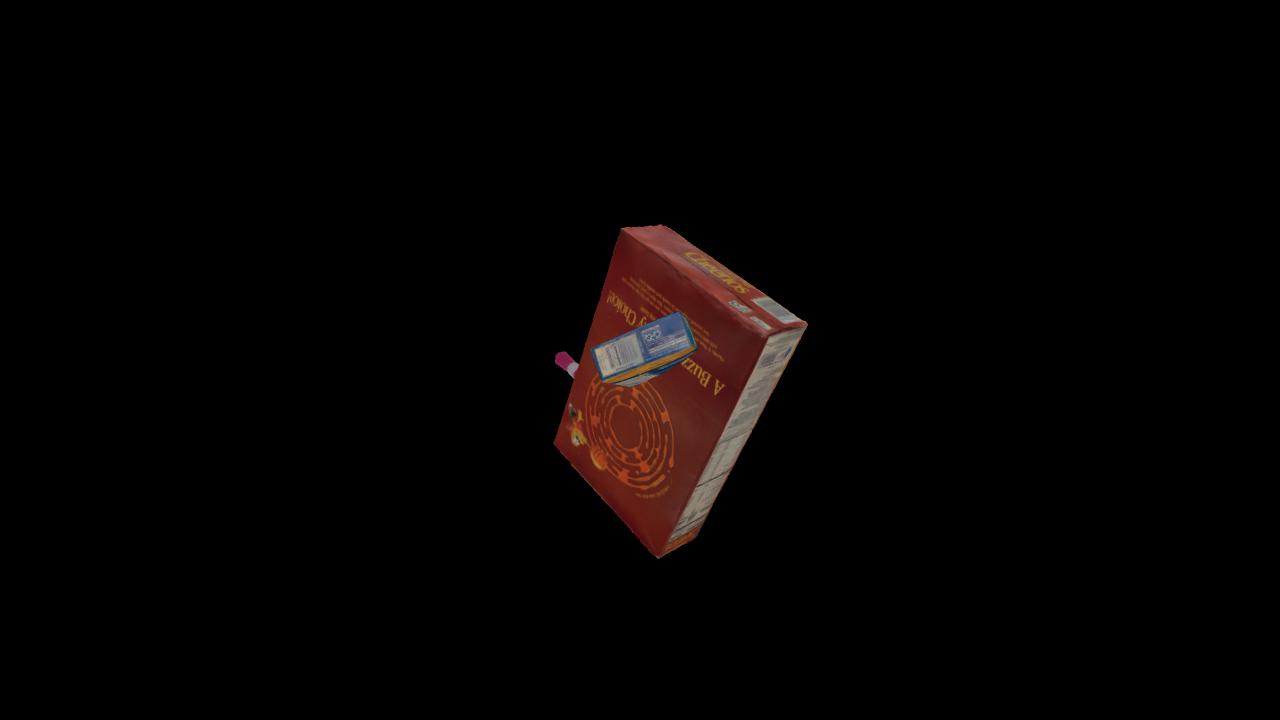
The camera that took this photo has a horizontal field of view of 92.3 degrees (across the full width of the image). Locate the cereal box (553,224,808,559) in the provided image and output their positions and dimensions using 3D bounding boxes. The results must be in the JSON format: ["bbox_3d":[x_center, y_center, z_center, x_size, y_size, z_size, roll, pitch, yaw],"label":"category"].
[{"bbox_3d":[0.023,0.037,0.666,0.081,0.306,0.203,-15,45,-43],"label":"cereal box"}]

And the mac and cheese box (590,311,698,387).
[{"bbox_3d":[0.026,-0.003,0.635,0.093,0.041,0.184,-23,-12,14],"label":"mac and cheese box"}]

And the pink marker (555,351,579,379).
[{"bbox_3d":[-0.060,0.026,0.711,0.121,0.020,0.020,39,24,33],"label":"pink marker"}]
